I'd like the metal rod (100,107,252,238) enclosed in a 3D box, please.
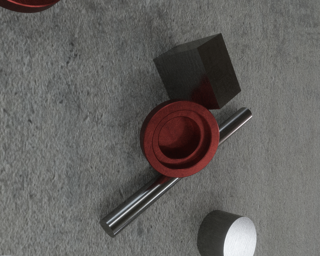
[{"bbox_3d":[0.042,0.046,0.440,0.302,0.025,0.025,-34,111,-35],"label":"metal rod"}]

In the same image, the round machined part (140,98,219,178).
[{"bbox_3d":[0.022,0.010,0.396,0.099,0.042,0.097,-4,104,-16],"label":"round machined part"}]

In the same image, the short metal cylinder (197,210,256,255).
[{"bbox_3d":[0.103,0.171,0.476,0.081,0.050,0.079,0,90,-40],"label":"short metal cylinder"}]

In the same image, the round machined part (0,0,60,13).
[{"bbox_3d":[-0.132,-0.155,0.282,0.099,0.042,0.097,0,90,-40],"label":"round machined part"}]

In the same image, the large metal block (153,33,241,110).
[{"bbox_3d":[0.049,-0.070,0.409,0.050,0.080,0.080,-38,114,-33],"label":"large metal block"}]
